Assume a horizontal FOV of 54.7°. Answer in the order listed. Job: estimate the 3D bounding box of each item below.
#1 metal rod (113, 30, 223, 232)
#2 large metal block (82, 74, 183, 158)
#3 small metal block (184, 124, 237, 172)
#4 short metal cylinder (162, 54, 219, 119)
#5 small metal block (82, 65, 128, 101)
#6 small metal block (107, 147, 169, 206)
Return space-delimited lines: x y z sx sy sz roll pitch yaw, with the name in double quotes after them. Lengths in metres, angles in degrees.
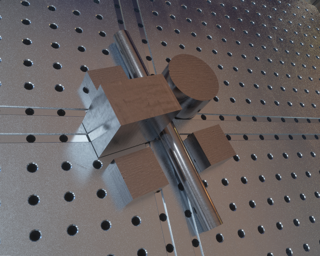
0.003 -0.009 0.416 0.025 0.025 0.299 -13 69 -34 "metal rod"
-0.035 -0.014 0.362 0.081 0.080 0.050 -17 71 -35 "large metal block"
0.070 0.027 0.431 0.050 0.025 0.050 -16 70 -35 "small metal block"
0.038 -0.060 0.450 0.081 0.050 0.080 14 56 -21 "short metal cylinder"
-0.066 -0.051 0.405 0.050 0.025 0.050 -19 72 -36 "small metal block"
-0.026 0.055 0.362 0.050 0.025 0.050 -17 71 -35 "small metal block"
